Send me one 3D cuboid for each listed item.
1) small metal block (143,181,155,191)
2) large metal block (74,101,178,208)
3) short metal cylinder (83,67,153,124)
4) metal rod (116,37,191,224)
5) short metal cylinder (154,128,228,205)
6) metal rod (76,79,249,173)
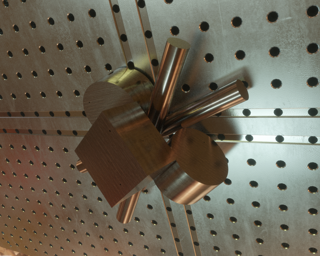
[{"bbox_3d":[-0.018,0.058,0.452,0.050,0.025,0.050,-31,101,38],"label":"small metal block"},{"bbox_3d":[-0.040,0.030,0.348,0.080,0.050,0.080,54,131,12],"label":"large metal block"},{"bbox_3d":[-0.050,-0.031,0.397,0.080,0.050,0.079,13,124,21],"label":"short metal cylinder"},{"bbox_3d":[-0.019,0.027,0.401,0.025,0.025,0.298,27,128,11],"label":"metal rod"},{"bbox_3d":[0.036,0.047,0.381,0.080,0.080,0.050,40,130,1],"label":"short metal cylinder"},{"bbox_3d":[-0.019,0.011,0.423,0.299,0.025,0.025,-26,105,37],"label":"metal rod"}]
